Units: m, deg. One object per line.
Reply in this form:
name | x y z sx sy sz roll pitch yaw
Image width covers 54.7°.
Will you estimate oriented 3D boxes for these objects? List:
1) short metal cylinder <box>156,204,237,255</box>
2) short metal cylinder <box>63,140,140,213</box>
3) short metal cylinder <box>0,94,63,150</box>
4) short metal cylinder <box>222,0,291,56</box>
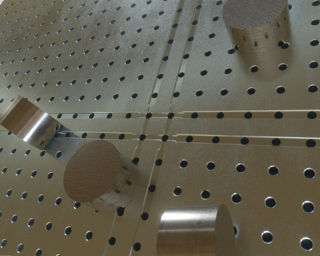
short metal cylinder | 0.037 0.112 0.284 0.050 0.080 0.080 -9 58 23
short metal cylinder | -0.073 0.062 0.391 0.080 0.050 0.080 -13 56 20
short metal cylinder | -0.201 -0.008 0.481 0.080 0.080 0.050 26 76 36
short metal cylinder | 0.129 -0.144 0.412 0.080 0.050 0.080 -13 56 20
